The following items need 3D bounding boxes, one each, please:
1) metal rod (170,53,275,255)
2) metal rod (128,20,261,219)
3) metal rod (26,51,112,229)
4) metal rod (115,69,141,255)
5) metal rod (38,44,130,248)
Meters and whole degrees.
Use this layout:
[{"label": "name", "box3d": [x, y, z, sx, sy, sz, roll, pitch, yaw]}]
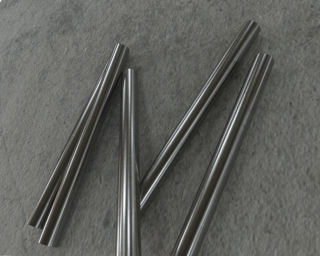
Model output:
[{"label": "metal rod", "box3d": [0.067, 0.043, 0.341, 0.025, 0.025, 0.300, 14, 69, 33]}, {"label": "metal rod", "box3d": [0.044, -0.016, 0.389, 0.025, 0.025, 0.300, 24, 74, 36]}, {"label": "metal rod", "box3d": [-0.114, 0.000, 0.461, 0.025, 0.025, 0.300, 8, 65, 31]}, {"label": "metal rod", "box3d": [-0.038, 0.031, 0.378, 0.025, 0.025, 0.300, -19, 47, 16]}, {"label": "metal rod", "box3d": [-0.100, 0.010, 0.436, 0.025, 0.025, 0.299, 5, 67, 30]}]
